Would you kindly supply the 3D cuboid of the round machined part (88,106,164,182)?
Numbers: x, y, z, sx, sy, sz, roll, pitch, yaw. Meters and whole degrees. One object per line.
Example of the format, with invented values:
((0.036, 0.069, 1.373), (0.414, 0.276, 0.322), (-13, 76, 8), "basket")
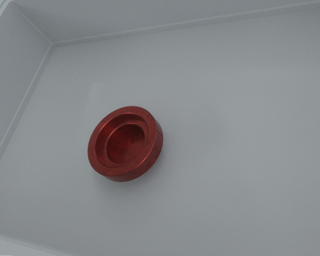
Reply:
((-0.040, 0.024, 0.400), (0.098, 0.042, 0.098), (-13, 56, 20), "round machined part")
